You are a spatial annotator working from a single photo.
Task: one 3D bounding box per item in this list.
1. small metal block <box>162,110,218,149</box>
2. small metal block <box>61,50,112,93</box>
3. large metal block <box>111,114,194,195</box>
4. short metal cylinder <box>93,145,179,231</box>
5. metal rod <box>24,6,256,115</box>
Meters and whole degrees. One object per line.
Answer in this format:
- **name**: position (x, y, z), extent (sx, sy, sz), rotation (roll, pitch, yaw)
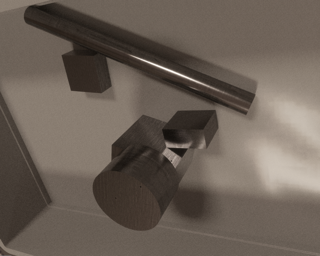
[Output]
- **small metal block**: position (0.038, 0.001, 0.372), extent (0.050, 0.050, 0.025), rotation (0, 118, 27)
- **small metal block**: position (-0.097, -0.076, 0.411), extent (0.050, 0.025, 0.050), rotation (7, 122, 24)
- **large metal block**: position (-0.006, 0.033, 0.396), extent (0.080, 0.080, 0.050), rotation (19, 126, 17)
- **short metal cylinder**: position (-0.026, 0.065, 0.342), extent (0.080, 0.050, 0.079), rotation (13, 124, 20)
- **metal rod**: position (-0.034, -0.086, 0.371), extent (0.301, 0.025, 0.025), rotation (24, 127, 12)
